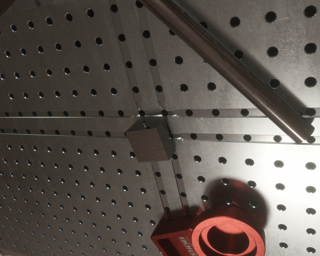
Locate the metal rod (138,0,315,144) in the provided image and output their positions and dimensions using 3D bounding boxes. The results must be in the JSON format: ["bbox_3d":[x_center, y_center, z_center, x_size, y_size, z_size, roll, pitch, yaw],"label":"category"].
[{"bbox_3d":[0.044,-0.092,0.329,0.300,0.025,0.025,42,129,-1],"label":"metal rod"}]

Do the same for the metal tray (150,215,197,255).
[{"bbox_3d":[0.056,0.207,0.505,0.090,0.030,0.130,-26,105,36],"label":"metal tray"}]

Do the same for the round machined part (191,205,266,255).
[{"bbox_3d":[0.096,0.149,0.434,0.098,0.042,0.097,7,117,15],"label":"round machined part"}]

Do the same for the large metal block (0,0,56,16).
[{"bbox_3d":[-0.139,-0.173,0.340,0.080,0.080,0.050,-21,107,35],"label":"large metal block"}]

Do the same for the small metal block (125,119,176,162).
[{"bbox_3d":[-0.013,0.019,0.428,0.050,0.025,0.050,-8,115,31],"label":"small metal block"}]
